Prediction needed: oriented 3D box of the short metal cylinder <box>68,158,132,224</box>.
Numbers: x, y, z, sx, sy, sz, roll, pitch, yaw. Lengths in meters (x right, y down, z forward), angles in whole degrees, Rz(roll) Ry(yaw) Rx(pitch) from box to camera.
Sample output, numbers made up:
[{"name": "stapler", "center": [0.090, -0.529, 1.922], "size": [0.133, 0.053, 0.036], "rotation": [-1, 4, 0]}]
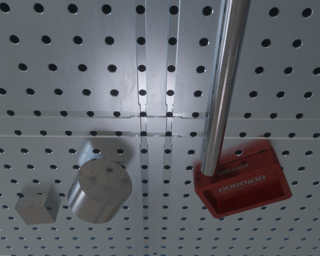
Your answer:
[{"name": "short metal cylinder", "center": [-0.088, 0.091, 0.452], "size": [0.080, 0.080, 0.050], "rotation": [21, 127, -17]}]

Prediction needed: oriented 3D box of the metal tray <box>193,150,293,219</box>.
[{"name": "metal tray", "center": [0.130, 0.092, 0.487], "size": [0.130, 0.030, 0.090], "rotation": [-22, 127, 17]}]

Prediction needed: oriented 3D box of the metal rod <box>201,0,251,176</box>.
[{"name": "metal rod", "center": [0.076, -0.051, 0.369], "size": [0.025, 0.025, 0.298], "rotation": [0, 130, -1]}]

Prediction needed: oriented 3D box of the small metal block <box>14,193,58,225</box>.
[{"name": "small metal block", "center": [-0.209, 0.139, 0.528], "size": [0.050, 0.025, 0.050], "rotation": [-6, 130, 5]}]
